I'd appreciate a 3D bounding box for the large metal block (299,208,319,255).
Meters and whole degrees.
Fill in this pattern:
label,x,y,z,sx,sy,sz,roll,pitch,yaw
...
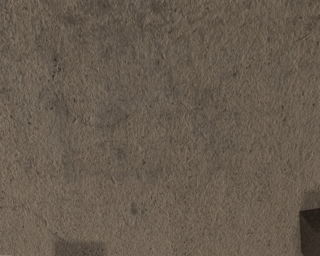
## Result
label,x,y,z,sx,sy,sz,roll,pitch,yaw
large metal block,0.260,0.165,0.461,0.080,0.050,0.079,-11,110,3
